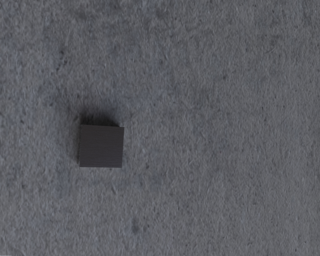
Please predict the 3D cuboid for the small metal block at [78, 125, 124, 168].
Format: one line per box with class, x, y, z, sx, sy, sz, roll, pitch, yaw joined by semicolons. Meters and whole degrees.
small metal block;-0.073;0.022;0.382;0.050;0.025;0.050;4;89;-20
